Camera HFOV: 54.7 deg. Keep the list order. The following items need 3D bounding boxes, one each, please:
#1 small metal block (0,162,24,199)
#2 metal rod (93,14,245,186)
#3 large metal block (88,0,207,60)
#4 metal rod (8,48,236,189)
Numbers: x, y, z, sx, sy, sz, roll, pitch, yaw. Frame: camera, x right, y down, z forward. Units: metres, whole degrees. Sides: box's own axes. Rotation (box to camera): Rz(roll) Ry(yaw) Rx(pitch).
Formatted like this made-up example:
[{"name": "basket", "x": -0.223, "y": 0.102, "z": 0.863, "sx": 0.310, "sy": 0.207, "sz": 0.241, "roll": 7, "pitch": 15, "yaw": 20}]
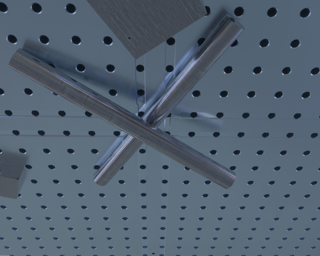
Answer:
[{"name": "small metal block", "x": -0.241, "y": 0.080, "z": 0.476, "sx": 0.050, "sy": 0.025, "sz": 0.050, "roll": 15, "pitch": 128, "yaw": -13}, {"name": "metal rod", "x": -0.007, "y": -0.016, "z": 0.398, "sx": 0.025, "sy": 0.025, "sz": 0.298, "roll": 28, "pitch": 125, "yaw": -22}, {"name": "large metal block", "x": -0.014, "y": -0.126, "z": 0.288, "sx": 0.080, "sy": 0.050, "sz": 0.080, "roll": -28, "pitch": 125, "yaw": 21}, {"name": "metal rod", "x": -0.034, "y": -0.004, "z": 0.378, "sx": 0.301, "sy": 0.025, "sz": 0.025, "roll": 30, "pitch": 124, "yaw": -13}]
